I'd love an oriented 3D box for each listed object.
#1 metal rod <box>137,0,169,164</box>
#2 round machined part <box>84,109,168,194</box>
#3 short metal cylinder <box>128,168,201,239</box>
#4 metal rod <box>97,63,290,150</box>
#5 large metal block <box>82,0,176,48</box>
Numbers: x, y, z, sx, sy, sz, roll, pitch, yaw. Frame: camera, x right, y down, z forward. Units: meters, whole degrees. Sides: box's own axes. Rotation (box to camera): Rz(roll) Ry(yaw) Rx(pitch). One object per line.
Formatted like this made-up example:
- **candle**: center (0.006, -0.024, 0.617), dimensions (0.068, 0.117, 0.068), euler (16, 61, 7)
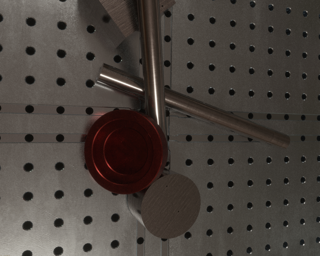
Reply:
- **metal rod**: center (-0.010, -0.097, 0.364), dimensions (0.025, 0.025, 0.298), euler (-11, 111, -20)
- **round machined part**: center (-0.037, 0.027, 0.374), dimensions (0.098, 0.042, 0.097), euler (0, 90, 18)
- **short metal cylinder**: center (0.005, 0.094, 0.399), dimensions (0.081, 0.050, 0.079), euler (-2, 94, -24)
- **metal rod**: center (0.060, -0.023, 0.436), dimensions (0.302, 0.025, 0.025), euler (19, 84, -20)
- **large metal block**: center (-0.042, -0.161, 0.384), dimensions (0.080, 0.050, 0.080), euler (-40, 103, -16)
